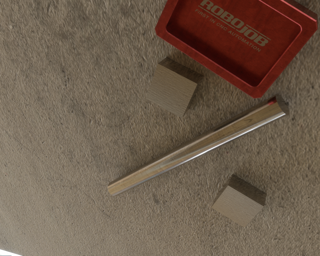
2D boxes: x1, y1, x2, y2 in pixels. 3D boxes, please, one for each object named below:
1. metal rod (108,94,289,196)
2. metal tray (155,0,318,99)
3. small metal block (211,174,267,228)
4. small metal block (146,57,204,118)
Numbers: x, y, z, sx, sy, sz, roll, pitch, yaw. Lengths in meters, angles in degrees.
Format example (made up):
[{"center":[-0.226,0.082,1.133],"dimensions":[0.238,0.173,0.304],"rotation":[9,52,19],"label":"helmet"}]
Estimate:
[{"center":[0.027,0.037,0.414],"dimensions":[0.299,0.025,0.025],"rotation":[-31,101,37],"label":"metal rod"},{"center":[0.070,-0.100,0.303],"dimensions":[0.130,0.030,0.089],"rotation":[34,129,5],"label":"metal tray"},{"center":[0.104,0.097,0.411],"dimensions":[0.050,0.025,0.050],"rotation":[30,128,8],"label":"small metal block"},{"center":[0.017,-0.048,0.367],"dimensions":[0.050,0.025,0.050],"rotation":[29,128,9],"label":"small metal block"}]
